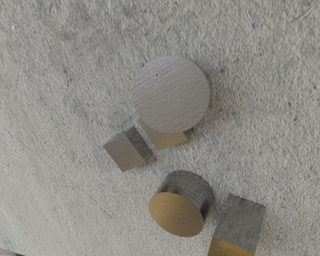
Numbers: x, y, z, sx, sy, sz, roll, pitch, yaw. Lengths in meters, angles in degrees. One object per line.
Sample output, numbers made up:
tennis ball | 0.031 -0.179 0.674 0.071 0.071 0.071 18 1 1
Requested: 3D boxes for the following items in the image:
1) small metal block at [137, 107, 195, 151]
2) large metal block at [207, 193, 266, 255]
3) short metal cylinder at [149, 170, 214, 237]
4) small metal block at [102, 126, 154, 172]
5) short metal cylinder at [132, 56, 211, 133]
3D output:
small metal block | 0.008 -0.004 0.401 0.050 0.025 0.050 -24 106 36
large metal block | 0.099 0.149 0.411 0.050 0.080 0.079 18 125 18
short metal cylinder | 0.031 0.107 0.441 0.080 0.050 0.079 13 124 21
small metal block | -0.046 0.031 0.451 0.050 0.025 0.050 -26 104 37
short metal cylinder | 0.015 -0.038 0.341 0.080 0.050 0.079 2 101 11
